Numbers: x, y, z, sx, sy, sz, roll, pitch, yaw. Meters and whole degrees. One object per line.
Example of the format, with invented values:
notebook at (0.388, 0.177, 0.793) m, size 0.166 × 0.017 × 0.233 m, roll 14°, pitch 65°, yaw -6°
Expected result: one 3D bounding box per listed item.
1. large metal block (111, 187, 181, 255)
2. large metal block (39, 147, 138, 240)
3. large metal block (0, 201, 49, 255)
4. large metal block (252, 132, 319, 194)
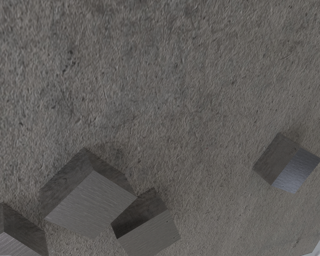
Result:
large metal block at (-0.023, 0.150, 0.471) m, size 0.080 × 0.050 × 0.080 m, roll -28°, pitch 128°, yaw -11°
large metal block at (-0.091, 0.084, 0.393) m, size 0.080 × 0.050 × 0.080 m, roll -44°, pitch 129°, yaw 2°
large metal block at (-0.197, 0.150, 0.376) m, size 0.080 × 0.050 × 0.080 m, roll -35°, pitch 129°, yaw -5°
large metal block at (0.227, 0.064, 0.554) m, size 0.080 × 0.050 × 0.080 m, roll 22°, pitch 106°, yaw -37°
